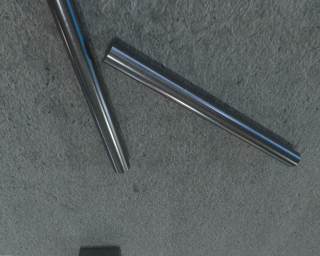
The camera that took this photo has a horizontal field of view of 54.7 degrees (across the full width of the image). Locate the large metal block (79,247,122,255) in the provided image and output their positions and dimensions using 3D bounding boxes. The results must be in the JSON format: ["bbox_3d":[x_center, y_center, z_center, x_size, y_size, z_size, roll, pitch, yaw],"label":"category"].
[{"bbox_3d":[-0.121,0.289,0.636,0.081,0.050,0.079,-1,130,0],"label":"large metal block"}]

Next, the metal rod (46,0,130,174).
[{"bbox_3d":[-0.081,-0.054,0.359,0.025,0.025,0.298,-8,130,6],"label":"metal rod"}]

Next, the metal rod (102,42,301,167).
[{"bbox_3d":[0.068,-0.019,0.392,0.301,0.025,0.025,27,125,-22],"label":"metal rod"}]
